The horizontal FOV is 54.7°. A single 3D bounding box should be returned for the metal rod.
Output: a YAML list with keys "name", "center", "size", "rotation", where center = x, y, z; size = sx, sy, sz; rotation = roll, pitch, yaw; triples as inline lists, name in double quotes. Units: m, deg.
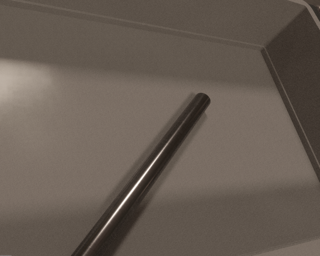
- name: "metal rod"
  center: [-0.009, 0.048, 0.373]
  size: [0.025, 0.025, 0.301]
  rotation: [40, 51, -1]
